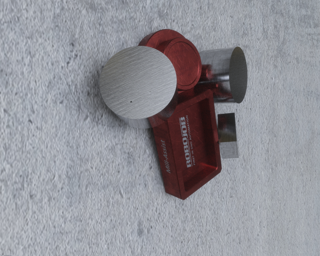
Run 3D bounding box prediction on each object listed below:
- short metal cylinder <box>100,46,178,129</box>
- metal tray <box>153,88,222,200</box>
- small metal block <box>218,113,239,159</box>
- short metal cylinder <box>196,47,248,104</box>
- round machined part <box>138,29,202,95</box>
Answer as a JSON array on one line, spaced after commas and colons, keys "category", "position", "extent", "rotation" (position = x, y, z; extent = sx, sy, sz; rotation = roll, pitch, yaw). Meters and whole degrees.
[{"category": "short metal cylinder", "position": [-0.021, -0.043, 0.344], "extent": [0.050, 0.080, 0.080], "rotation": [67, 35, -77]}, {"category": "metal tray", "position": [0.039, 0.020, 0.421], "extent": [0.091, 0.030, 0.129], "rotation": [-28, 117, -37]}, {"category": "small metal block", "position": [0.104, 0.012, 0.470], "extent": [0.050, 0.025, 0.050], "rotation": [64, 25, -53]}, {"category": "short metal cylinder", "position": [0.091, -0.075, 0.452], "extent": [0.080, 0.050, 0.079], "rotation": [-6, 96, -57]}, {"category": "round machined part", "position": [0.017, -0.082, 0.410], "extent": [0.099, 0.042, 0.097], "rotation": [0, 90, -40]}]
